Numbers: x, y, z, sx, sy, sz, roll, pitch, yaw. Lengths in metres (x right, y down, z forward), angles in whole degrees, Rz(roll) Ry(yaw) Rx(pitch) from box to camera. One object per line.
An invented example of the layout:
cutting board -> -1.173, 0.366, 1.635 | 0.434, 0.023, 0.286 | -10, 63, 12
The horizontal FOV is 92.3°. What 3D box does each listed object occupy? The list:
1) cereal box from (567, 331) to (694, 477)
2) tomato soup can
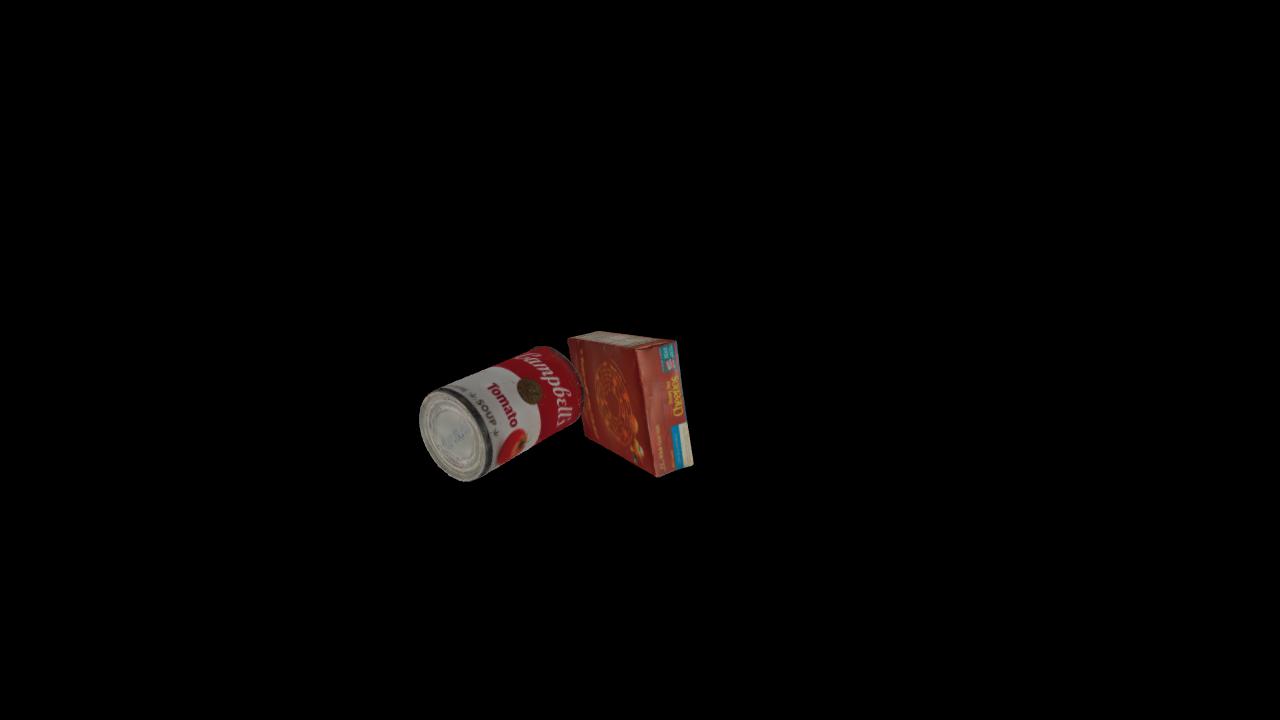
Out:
cereal box -> -0.025, 0.060, 1.053 | 0.081, 0.203, 0.306 | -14, 11, -25
tomato soup can -> -0.098, 0.036, 0.443 | 0.068, 0.068, 0.101 | 0, 17, 36
